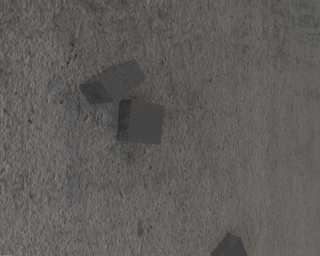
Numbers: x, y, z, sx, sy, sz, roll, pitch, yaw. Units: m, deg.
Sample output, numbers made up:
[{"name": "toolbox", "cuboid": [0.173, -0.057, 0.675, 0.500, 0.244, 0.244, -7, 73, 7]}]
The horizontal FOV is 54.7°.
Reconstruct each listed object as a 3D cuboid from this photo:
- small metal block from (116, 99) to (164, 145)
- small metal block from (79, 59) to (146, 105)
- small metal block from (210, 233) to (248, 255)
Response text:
[{"name": "small metal block", "cuboid": [-0.024, -0.006, 0.384, 0.050, 0.025, 0.050, 8, 85, -40]}, {"name": "small metal block", "cuboid": [-0.053, -0.051, 0.343, 0.050, 0.050, 0.025, -41, 115, -32]}, {"name": "small metal block", "cuboid": [0.114, 0.209, 0.500, 0.050, 0.025, 0.050, -36, 112, -34]}]
